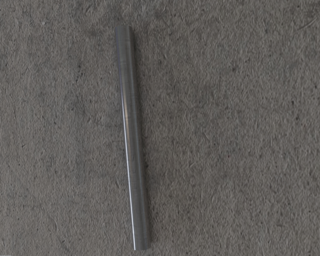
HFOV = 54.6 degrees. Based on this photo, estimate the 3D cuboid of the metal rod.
[{"bbox_3d":[-0.037,0.012,0.422,0.025,0.025,0.298,-6,88,20],"label":"metal rod"}]
